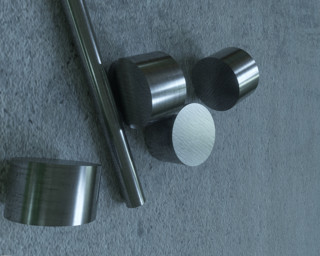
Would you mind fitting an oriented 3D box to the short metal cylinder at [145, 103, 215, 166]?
[{"bbox_3d":[0.028,0.008,0.410,0.081,0.050,0.079,-2,93,-42],"label":"short metal cylinder"}]

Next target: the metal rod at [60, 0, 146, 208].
[{"bbox_3d":[-0.068,-0.048,0.347,0.025,0.025,0.298,-25,106,-37],"label":"metal rod"}]

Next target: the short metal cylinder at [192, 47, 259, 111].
[{"bbox_3d":[0.094,-0.071,0.447,0.050,0.080,0.080,-32,110,-35],"label":"short metal cylinder"}]

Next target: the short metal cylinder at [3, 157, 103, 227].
[{"bbox_3d":[-0.097,0.056,0.288,0.081,0.080,0.050,10,84,-40],"label":"short metal cylinder"}]

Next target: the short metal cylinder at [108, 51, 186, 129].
[{"bbox_3d":[-0.016,-0.044,0.355,0.050,0.080,0.080,-22,104,-38],"label":"short metal cylinder"}]
